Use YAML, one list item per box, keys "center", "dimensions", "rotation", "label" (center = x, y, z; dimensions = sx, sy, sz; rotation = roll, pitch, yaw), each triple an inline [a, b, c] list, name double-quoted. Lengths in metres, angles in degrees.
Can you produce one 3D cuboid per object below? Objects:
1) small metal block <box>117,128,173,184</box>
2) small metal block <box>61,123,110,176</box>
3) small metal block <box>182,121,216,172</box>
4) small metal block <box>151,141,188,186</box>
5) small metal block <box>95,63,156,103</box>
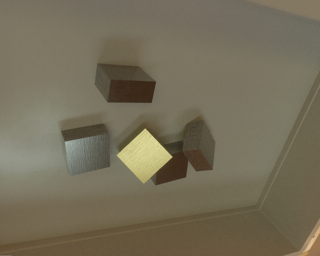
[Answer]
- center: [-0.019, 0.036, 0.405]
  dimensions: [0.050, 0.025, 0.050]
  rotation: [-43, 88, 1]
  label: "small metal block"
- center: [-0.090, 0.026, 0.377]
  dimensions: [0.050, 0.025, 0.050]
  rotation: [-11, 124, -23]
  label: "small metal block"
- center: [0.056, 0.026, 0.439]
  dimensions: [0.025, 0.050, 0.050]
  rotation: [-10, 136, 27]
  label: "small metal block"
- center: [0.012, 0.051, 0.449]
  dimensions: [0.050, 0.025, 0.050]
  rotation: [-11, 123, -23]
  label: "small metal block"
- center: [-0.039, -0.050, 0.341]
  dimensions: [0.050, 0.050, 0.025]
  rotation: [-2, 119, -28]
  label: "small metal block"
